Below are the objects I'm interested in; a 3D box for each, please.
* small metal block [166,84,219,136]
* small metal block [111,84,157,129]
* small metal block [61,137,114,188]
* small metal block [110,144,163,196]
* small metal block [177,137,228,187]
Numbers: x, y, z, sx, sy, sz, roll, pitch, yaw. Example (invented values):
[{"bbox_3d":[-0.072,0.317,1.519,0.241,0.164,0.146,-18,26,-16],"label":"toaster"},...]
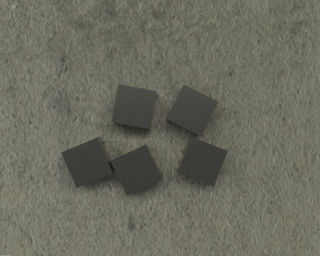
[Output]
[{"bbox_3d":[0.042,-0.023,0.411,0.050,0.025,0.050,27,90,-1],"label":"small metal block"},{"bbox_3d":[-0.033,-0.027,0.410,0.050,0.025,0.050,10,90,-1],"label":"small metal block"},{"bbox_3d":[-0.093,0.044,0.409,0.050,0.025,0.050,-23,90,-1],"label":"small metal block"},{"bbox_3d":[-0.030,0.054,0.410,0.050,0.025,0.050,-25,90,-1],"label":"small metal block"},{"bbox_3d":[0.055,0.043,0.411,0.050,0.025,0.050,22,90,-1],"label":"small metal block"}]
